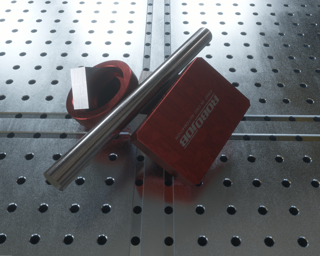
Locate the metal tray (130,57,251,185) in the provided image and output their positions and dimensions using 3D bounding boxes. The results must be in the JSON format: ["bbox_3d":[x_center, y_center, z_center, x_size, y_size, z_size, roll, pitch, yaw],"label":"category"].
[{"bbox_3d":[0.039,-0.009,0.369,0.090,0.030,0.130,40,70,-8],"label":"metal tray"}]

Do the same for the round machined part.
[{"bbox_3d":[-0.071,-0.040,0.412,0.098,0.042,0.098,-15,50,20],"label":"round machined part"}]

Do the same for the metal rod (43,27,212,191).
[{"bbox_3d":[-0.018,-0.043,0.378,0.025,0.025,0.301,28,55,21],"label":"metal rod"}]

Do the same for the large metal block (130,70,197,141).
[{"bbox_3d":[0.008,-0.028,0.415,0.080,0.050,0.080,7,50,5],"label":"large metal block"}]

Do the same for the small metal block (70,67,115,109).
[{"bbox_3d":[-0.084,-0.051,0.397,0.025,0.050,0.050,-1,6,33],"label":"small metal block"}]
